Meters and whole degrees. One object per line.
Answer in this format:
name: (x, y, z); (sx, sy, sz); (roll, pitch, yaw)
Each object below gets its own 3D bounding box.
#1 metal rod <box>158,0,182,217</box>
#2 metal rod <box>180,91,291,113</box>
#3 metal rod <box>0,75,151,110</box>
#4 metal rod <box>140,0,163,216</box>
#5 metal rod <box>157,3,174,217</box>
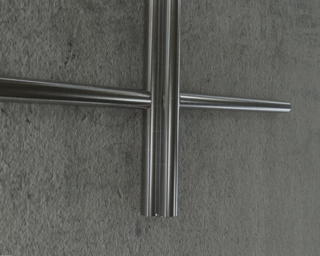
metal rod: (0.013, -0.040, 0.392); (0.025, 0.025, 0.298); (2, 89, -40)
metal rod: (0.135, -0.040, 0.522); (0.302, 0.025, 0.025); (-1, 91, -40)
metal rod: (-0.134, -0.036, 0.294); (0.302, 0.025, 0.025); (0, 90, -40)
metal rod: (-0.010, -0.039, 0.401); (0.025, 0.025, 0.298); (2, 89, -40)
metal rod: (0.009, -0.033, 0.417); (0.025, 0.025, 0.298); (2, 89, -40)
